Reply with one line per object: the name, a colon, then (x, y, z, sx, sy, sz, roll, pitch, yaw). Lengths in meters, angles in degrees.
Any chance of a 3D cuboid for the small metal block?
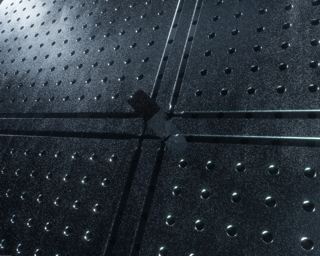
small metal block: (-0.010, -0.017, 0.407, 0.025, 0.050, 0.050, -43, 51, -1)
